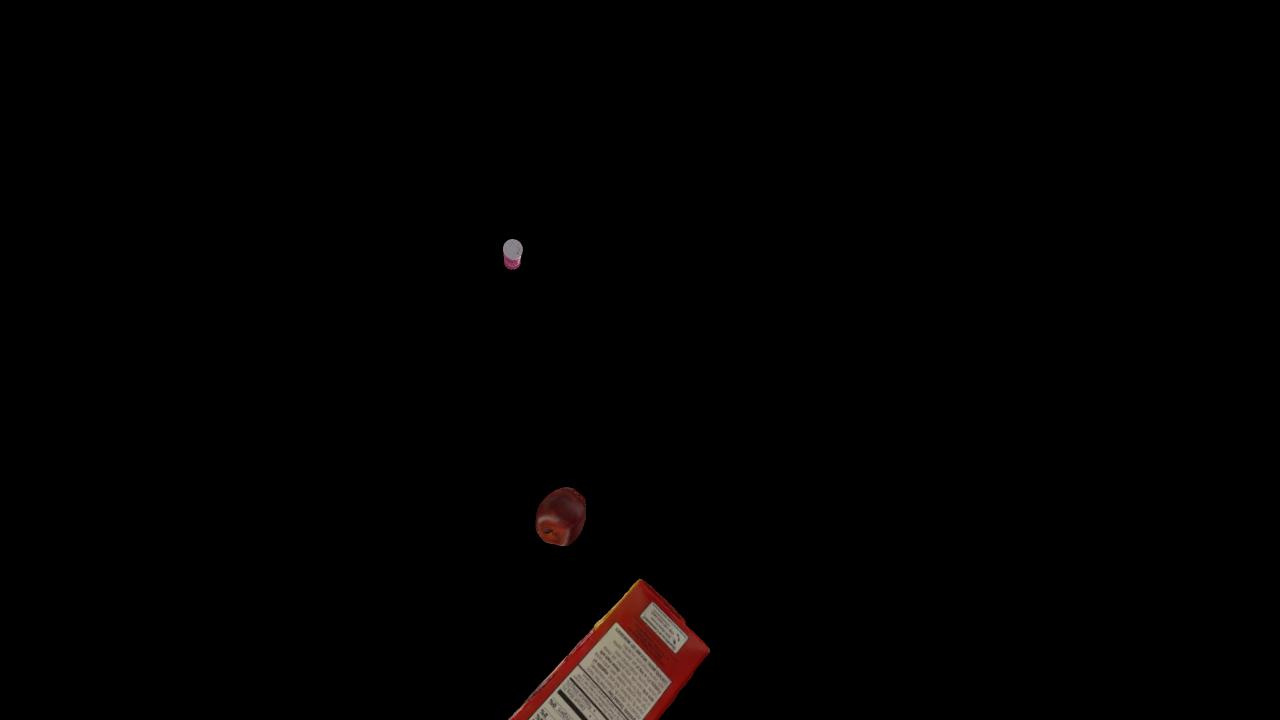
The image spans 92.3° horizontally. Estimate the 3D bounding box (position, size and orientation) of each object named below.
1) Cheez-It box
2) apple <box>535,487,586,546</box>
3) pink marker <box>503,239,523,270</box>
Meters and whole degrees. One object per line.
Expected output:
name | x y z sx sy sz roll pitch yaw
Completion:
Cheez-It box | -0.066 0.264 0.399 0.223 0.071 0.166 -37 -19 -33
apple | -0.119 0.234 0.927 0.079 0.079 0.093 0 24 22
pink marker | -0.133 -0.109 0.643 0.020 0.020 0.121 0 3 -12
